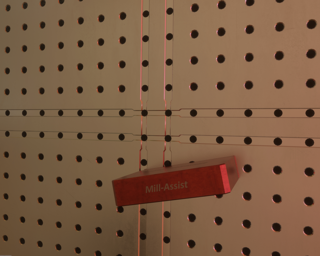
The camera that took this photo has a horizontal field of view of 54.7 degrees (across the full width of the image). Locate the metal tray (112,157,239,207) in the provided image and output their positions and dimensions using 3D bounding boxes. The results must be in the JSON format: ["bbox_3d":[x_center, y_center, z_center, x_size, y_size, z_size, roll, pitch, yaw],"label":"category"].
[{"bbox_3d":[0.021,0.062,0.369,0.130,0.090,0.030,-11,86,19],"label":"metal tray"}]
